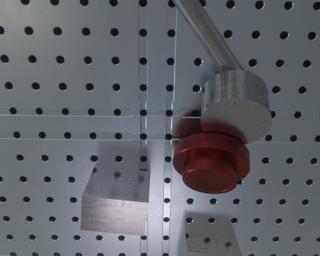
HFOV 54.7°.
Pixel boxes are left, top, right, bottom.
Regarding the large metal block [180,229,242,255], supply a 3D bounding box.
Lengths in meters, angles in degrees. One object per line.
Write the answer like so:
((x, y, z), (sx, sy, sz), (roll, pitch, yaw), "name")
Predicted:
((0.074, 0.208, 0.478), (0.081, 0.050, 0.079), (7, 110, -3), "large metal block")

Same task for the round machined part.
((0.065, 0.052, 0.399), (0.099, 0.042, 0.097), (7, 144, 6), "round machined part")

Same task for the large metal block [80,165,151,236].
((-0.057, 0.095, 0.419), (0.081, 0.080, 0.050), (7, 110, -3), "large metal block")

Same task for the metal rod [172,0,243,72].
((0.016, -0.165, 0.352), (0.025, 0.025, 0.300), (-35, 107, 12), "metal rod")

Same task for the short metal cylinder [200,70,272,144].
((0.091, -0.023, 0.375), (0.080, 0.050, 0.080), (5, 139, 5), "short metal cylinder")
